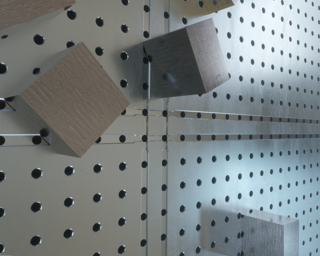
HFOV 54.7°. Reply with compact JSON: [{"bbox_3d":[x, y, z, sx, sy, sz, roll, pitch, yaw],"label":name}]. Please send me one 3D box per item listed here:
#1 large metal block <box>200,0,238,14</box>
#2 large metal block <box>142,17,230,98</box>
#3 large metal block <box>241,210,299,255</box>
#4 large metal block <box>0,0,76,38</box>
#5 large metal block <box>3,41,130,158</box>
[{"bbox_3d":[0.087,-0.236,0.468,0.080,0.050,0.080,44,64,-32],"label":"large metal block"},{"bbox_3d":[0.033,-0.088,0.403,0.050,0.080,0.080,-32,111,-36],"label":"large metal block"},{"bbox_3d":[0.189,0.194,0.536,0.050,0.080,0.079,1,90,-40],"label":"large metal block"},{"bbox_3d":[-0.138,-0.132,0.278,0.080,0.050,0.080,-39,114,-33],"label":"large metal block"},{"bbox_3d":[-0.092,-0.028,0.317,0.080,0.050,0.080,-52,121,-28],"label":"large metal block"}]
